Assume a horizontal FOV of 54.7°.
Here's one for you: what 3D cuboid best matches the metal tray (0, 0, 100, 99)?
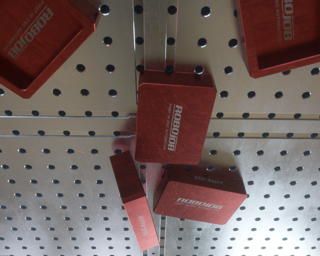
[{"bbox_3d":[-0.139,-0.099,0.322,0.130,0.030,0.090,-36,122,26],"label":"metal tray"}]

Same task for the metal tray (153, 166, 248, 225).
[{"bbox_3d":[0.063,0.113,0.506,0.131,0.030,0.089,13,129,-11],"label":"metal tray"}]

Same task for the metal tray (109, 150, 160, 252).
[{"bbox_3d":[-0.037,0.108,0.457,0.030,0.090,0.129,-18,131,-9],"label":"metal tray"}]

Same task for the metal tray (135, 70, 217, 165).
[{"bbox_3d":[0.015,-0.008,0.402,0.091,0.030,0.129,3,130,-4],"label":"metal tray"}]

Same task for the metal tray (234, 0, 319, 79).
[{"bbox_3d":[0.124,-0.120,0.308,0.090,0.030,0.129,-14,129,11],"label":"metal tray"}]
